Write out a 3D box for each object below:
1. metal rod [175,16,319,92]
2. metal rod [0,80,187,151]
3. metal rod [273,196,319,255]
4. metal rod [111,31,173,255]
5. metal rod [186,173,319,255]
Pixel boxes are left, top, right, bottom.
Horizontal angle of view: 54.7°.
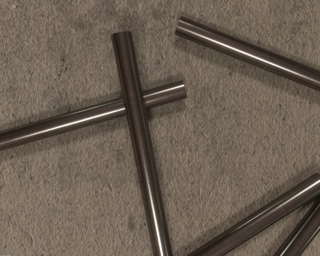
[{"bbox_3d":[0.164,-0.081,0.412,0.301,0.025,0.025,21,90,-1],"label":"metal rod"},{"bbox_3d":[-0.113,-0.010,0.408,0.302,0.025,0.025,-16,90,-1],"label":"metal rod"},{"bbox_3d":[0.180,0.155,0.412,0.025,0.025,0.300,38,90,-1],"label":"metal rod"},{"bbox_3d":[-0.020,0.032,0.391,0.025,0.025,0.298,-10,97,0],"label":"metal rod"},{"bbox_3d":[0.089,0.151,0.411,0.301,0.025,0.025,-32,90,-1],"label":"metal rod"}]
